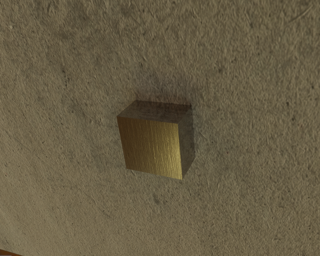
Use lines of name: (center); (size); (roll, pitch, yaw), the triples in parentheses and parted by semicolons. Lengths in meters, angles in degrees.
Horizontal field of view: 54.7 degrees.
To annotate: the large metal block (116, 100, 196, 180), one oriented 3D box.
large metal block: (-0.002, 0.013, 0.400); (0.080, 0.050, 0.079); (8, 122, 24)
